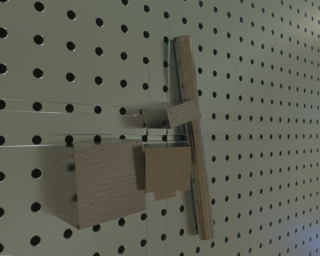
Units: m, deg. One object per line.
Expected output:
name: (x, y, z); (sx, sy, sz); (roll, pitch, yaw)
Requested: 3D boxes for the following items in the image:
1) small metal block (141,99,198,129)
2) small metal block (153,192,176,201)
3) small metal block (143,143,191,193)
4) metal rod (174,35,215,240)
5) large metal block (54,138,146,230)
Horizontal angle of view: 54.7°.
small metal block: (0.013, -0.018, 0.405); (0.050, 0.050, 0.025); (-21, 104, -38)
small metal block: (-0.001, 0.057, 0.390); (0.025, 0.050, 0.050); (-11, 99, -7)
small metal block: (0.007, 0.044, 0.352); (0.050, 0.025, 0.050); (-1, 97, -9)
metal rod: (0.051, 0.018, 0.454); (0.025, 0.025, 0.298); (-13, 99, -40)
large metal block: (-0.065, 0.055, 0.340); (0.081, 0.050, 0.079); (-5, 94, -40)
